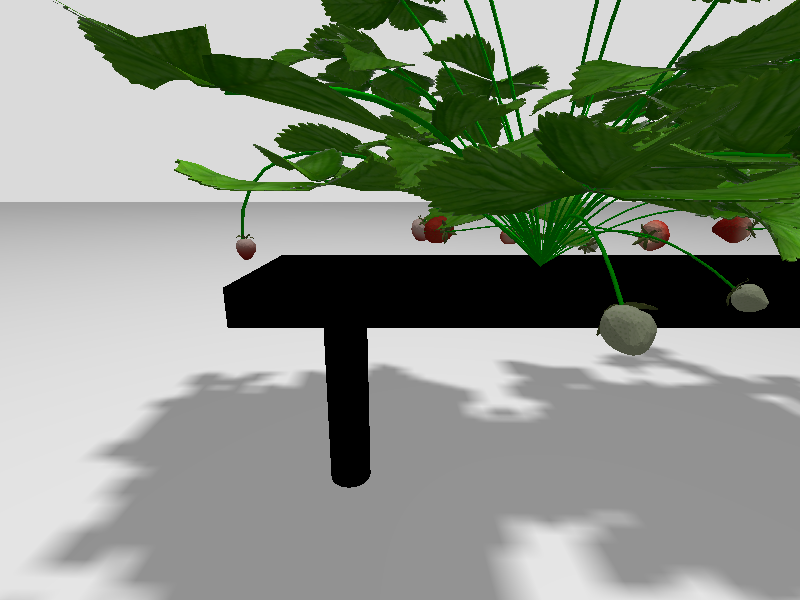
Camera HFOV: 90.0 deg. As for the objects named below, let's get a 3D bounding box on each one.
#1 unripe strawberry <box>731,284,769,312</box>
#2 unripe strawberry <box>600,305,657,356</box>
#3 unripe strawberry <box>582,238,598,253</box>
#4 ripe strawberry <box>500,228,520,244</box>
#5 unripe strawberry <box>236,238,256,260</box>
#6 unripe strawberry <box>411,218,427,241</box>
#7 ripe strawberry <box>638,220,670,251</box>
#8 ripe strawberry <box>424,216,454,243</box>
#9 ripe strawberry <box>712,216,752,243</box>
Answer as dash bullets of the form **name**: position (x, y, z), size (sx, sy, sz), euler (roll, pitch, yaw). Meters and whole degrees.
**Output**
- **unripe strawberry**: position (0.192, 0.000, 0.219), size (0.015, 0.015, 0.016), euler (-7, 36, -25)
- **unripe strawberry**: position (0.093, 0.013, 0.162), size (0.021, 0.021, 0.018), euler (2, -42, 9)
- **unripe strawberry**: position (0.201, -0.058, 0.424), size (0.016, 0.016, 0.017), euler (-14, 20, -42)
- **ripe strawberry**: position (0.133, -0.078, 0.486), size (0.024, 0.021, 0.024), euler (1, 10, 4)
- **unripe strawberry**: position (-0.123, -0.041, 0.321), size (0.015, 0.018, 0.018), euler (-2, 15, -7)
- **unripe strawberry**: position (0.028, -0.092, 0.534), size (0.028, 0.030, 0.030), euler (-8, -39, -26)
- **ripe strawberry**: position (0.277, -0.070, 0.434), size (0.032, 0.033, 0.029), euler (-8, 17, -29)
- **ripe strawberry**: position (0.046, -0.087, 0.493), size (0.038, 0.033, 0.038), euler (-8, 17, -27)
- **ripe strawberry**: position (0.424, -0.092, 0.514), size (0.036, 0.038, 0.039), euler (-13, 20, -40)
